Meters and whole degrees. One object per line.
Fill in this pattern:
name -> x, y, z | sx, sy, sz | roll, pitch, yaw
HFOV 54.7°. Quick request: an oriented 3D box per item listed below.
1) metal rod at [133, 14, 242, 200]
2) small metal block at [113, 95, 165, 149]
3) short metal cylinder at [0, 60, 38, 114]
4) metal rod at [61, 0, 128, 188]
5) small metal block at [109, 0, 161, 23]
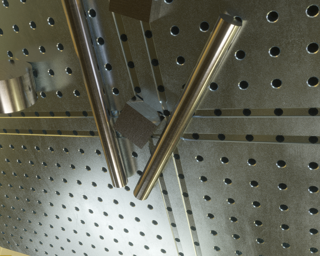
metal rod -> 0.020, -0.002, 0.399 | 0.025, 0.025, 0.298 | 31, 129, 8
small metal block -> -0.030, -0.008, 0.422 | 0.050, 0.025, 0.050 | 37, 129, 3
short metal cylinder -> -0.227, -0.063, 0.457 | 0.080, 0.080, 0.050 | 15, 125, 19
metal rod -> -0.086, -0.042, 0.430 | 0.025, 0.025, 0.298 | 5, 121, 26
small metal block -> -0.025, -0.147, 0.333 | 0.050, 0.025, 0.050 | 22, 127, 15
